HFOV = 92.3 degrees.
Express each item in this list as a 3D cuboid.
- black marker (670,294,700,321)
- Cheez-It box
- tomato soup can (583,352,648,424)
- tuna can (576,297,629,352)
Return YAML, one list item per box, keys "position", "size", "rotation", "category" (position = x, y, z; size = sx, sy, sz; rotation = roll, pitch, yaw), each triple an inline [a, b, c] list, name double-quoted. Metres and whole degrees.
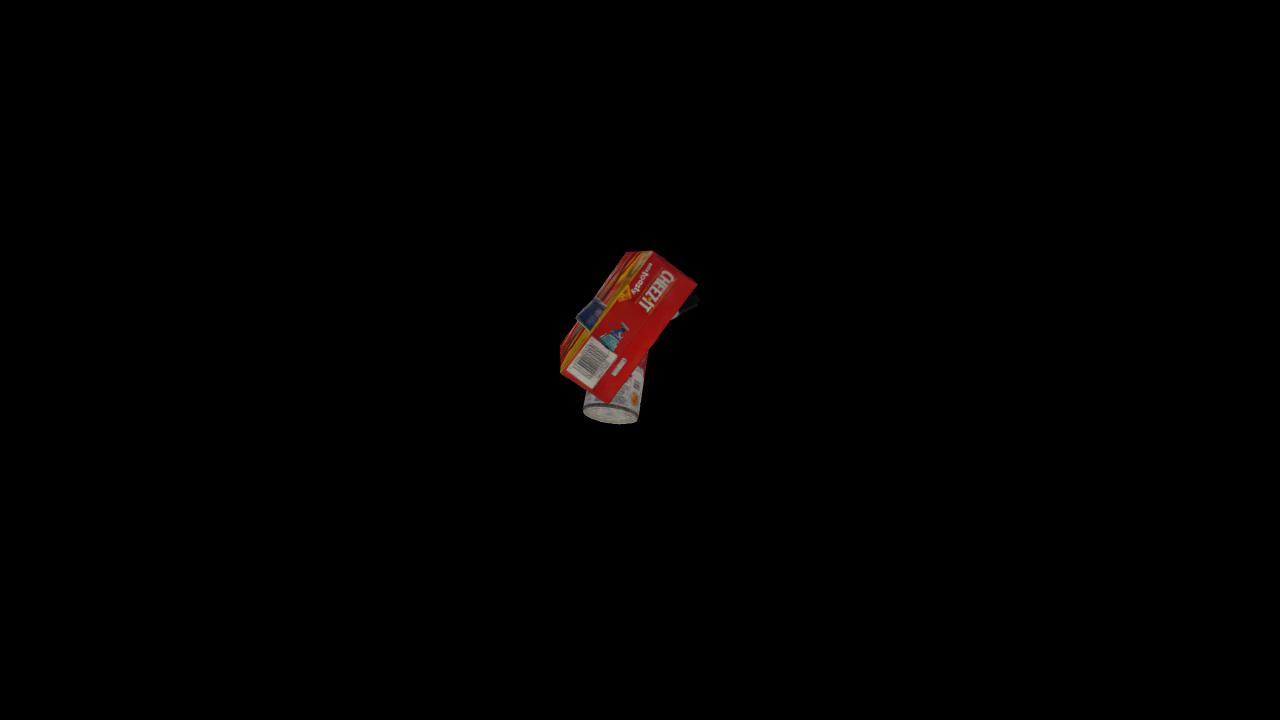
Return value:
- position: [0.012, -0.042, 0.684]
  size: [0.121, 0.020, 0.020]
  rotation: [-29, 3, -6]
  category: "black marker"
- position: [-0.027, -0.049, 0.753]
  size: [0.071, 0.166, 0.223]
  rotation: [36, 2, -12]
  category: "Cheez-It box"
- position: [-0.027, 0.020, 0.731]
  size: [0.068, 0.101, 0.068]
  rotation: [7, -23, 3]
  category: "tomato soup can"
- position: [-0.033, -0.029, 0.684]
  size: [0.034, 0.084, 0.084]
  rotation: [-44, 2, -2]
  category: "tuna can"
